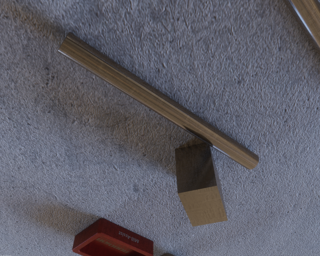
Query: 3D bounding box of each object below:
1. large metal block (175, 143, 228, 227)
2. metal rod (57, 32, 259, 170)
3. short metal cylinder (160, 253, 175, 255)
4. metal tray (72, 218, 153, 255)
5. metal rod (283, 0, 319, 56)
[{"bbox_3d":[0.058,0.080,0.440,0.050,0.080,0.080,-14,129,11],"label":"large metal block"},{"bbox_3d":[0.016,-0.021,0.389,0.301,0.025,0.025,31,123,-24],"label":"metal rod"},{"bbox_3d":[0.023,0.305,0.632,0.080,0.080,0.050,-33,123,24],"label":"short metal cylinder"},{"bbox_3d":[-0.088,0.228,0.597,0.130,0.030,0.090,35,122,-27],"label":"metal tray"},{"bbox_3d":[0.159,-0.108,0.317,0.025,0.025,0.301,-36,122,26],"label":"metal rod"}]
